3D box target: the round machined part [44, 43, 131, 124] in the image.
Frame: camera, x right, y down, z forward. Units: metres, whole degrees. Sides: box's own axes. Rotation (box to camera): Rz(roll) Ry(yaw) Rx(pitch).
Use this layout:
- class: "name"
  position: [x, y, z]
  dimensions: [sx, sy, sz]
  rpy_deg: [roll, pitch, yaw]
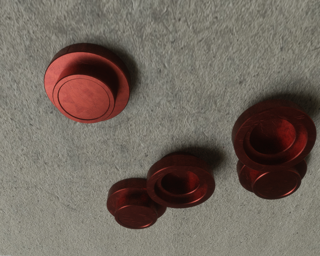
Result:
- class: "round machined part"
  position: [-0.084, -0.044, 0.358]
  dimensions: [0.099, 0.042, 0.097]
  rpy_deg: [0, 130, 0]

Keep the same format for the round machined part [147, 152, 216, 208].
- class: "round machined part"
  position: [0.030, 0.073, 0.458]
  dimensions: [0.099, 0.042, 0.097]
  rpy_deg: [0, 130, 0]

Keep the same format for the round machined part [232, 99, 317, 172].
- class: "round machined part"
  position: [0.141, 0.006, 0.396]
  dimensions: [0.099, 0.042, 0.097]
  rpy_deg: [1, 122, 1]

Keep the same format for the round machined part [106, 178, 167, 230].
- class: "round machined part"
  position: [-0.038, 0.129, 0.505]
  dimensions: [0.099, 0.042, 0.097]
  rpy_deg: [0, 130, 0]

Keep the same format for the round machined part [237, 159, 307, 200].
- class: "round machined part"
  position: [0.166, 0.069, 0.456]
  dimensions: [0.099, 0.042, 0.097]
  rpy_deg: [0, 130, 0]
